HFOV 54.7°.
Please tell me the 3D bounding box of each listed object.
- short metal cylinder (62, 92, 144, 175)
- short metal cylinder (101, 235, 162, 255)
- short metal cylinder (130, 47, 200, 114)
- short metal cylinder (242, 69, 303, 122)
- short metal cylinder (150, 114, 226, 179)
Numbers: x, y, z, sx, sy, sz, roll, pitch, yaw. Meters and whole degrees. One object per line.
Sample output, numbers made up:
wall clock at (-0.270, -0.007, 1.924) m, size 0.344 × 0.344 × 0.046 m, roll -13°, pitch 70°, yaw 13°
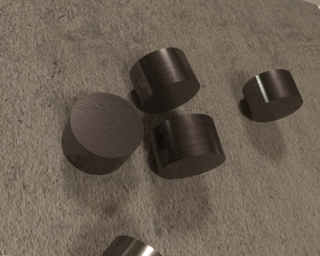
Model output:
short metal cylinder at (-0.065, 0.007, 0.350) m, size 0.081 × 0.050 × 0.080 m, roll 14°, pitch 56°, yaw -21°
short metal cylinder at (-0.024, 0.142, 0.270) m, size 0.080 × 0.080 × 0.050 m, roll 43°, pitch 51°, yaw 1°
short metal cylinder at (0.006, -0.061, 0.410) m, size 0.081 × 0.080 × 0.050 m, roll -11°, pitch 67°, yaw -33°
short metal cylinder at (0.180, -0.050, 0.499) m, size 0.081 × 0.080 × 0.050 m, roll 3°, pitch 60°, yaw -27°
short metal cylinder at (0.033, 0.024, 0.373) m, size 0.081 × 0.080 × 0.050 m, roll 1°, pitch 62°, yaw -28°
